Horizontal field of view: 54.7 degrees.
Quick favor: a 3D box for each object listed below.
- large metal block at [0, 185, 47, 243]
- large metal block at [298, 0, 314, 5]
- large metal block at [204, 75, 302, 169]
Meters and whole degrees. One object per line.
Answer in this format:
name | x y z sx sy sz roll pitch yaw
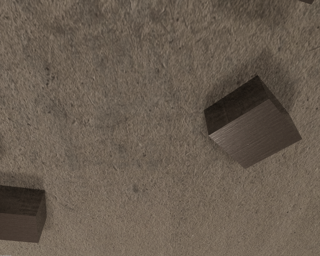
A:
large metal block | -0.236 0.142 0.508 0.081 0.050 0.079 8 130 -8
large metal block | 0.104 -0.161 0.256 0.081 0.050 0.079 12 129 -11
large metal block | 0.114 -0.005 0.389 0.080 0.050 0.080 -35 123 25
